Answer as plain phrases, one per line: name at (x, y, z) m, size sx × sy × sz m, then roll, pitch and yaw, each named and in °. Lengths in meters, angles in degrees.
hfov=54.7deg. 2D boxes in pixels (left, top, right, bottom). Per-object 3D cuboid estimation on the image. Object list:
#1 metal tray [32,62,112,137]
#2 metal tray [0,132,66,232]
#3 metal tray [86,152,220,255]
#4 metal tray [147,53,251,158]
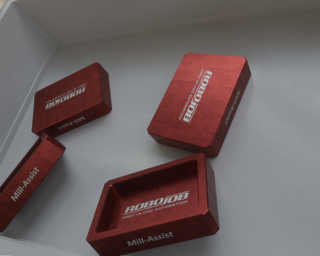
metal tray at (-0.145, -0.043, 0.505) m, size 0.130 × 0.030 × 0.090 m, roll -22°, pitch 53°, yaw 14°
metal tray at (-0.188, 0.068, 0.432) m, size 0.130 × 0.030 × 0.090 m, roll -55°, pitch 21°, yaw -11°
metal tray at (-0.006, 0.081, 0.333) m, size 0.130 × 0.030 × 0.090 m, roll -19°, pitch 29°, yaw 17°
metal tray at (0.051, -0.034, 0.397) m, size 0.090 × 0.030 × 0.130 m, roll 14°, pitch 69°, yaw 33°
